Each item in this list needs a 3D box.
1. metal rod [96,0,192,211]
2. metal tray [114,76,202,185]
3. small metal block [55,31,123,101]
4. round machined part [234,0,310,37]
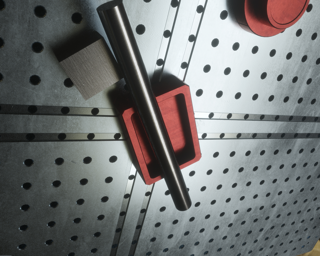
[{"bbox_3d":[-0.005,0.001,0.369,0.025,0.025,0.299,-28,128,-11],"label":"metal rod"},{"bbox_3d":[0.002,0.006,0.412,0.091,0.030,0.129,-25,128,-13],"label":"metal tray"},{"bbox_3d":[-0.073,-0.066,0.330,0.050,0.025,0.050,-33,129,-7],"label":"small metal block"},{"bbox_3d":[0.144,-0.160,0.379,0.099,0.042,0.097,-14,124,-21],"label":"round machined part"}]
